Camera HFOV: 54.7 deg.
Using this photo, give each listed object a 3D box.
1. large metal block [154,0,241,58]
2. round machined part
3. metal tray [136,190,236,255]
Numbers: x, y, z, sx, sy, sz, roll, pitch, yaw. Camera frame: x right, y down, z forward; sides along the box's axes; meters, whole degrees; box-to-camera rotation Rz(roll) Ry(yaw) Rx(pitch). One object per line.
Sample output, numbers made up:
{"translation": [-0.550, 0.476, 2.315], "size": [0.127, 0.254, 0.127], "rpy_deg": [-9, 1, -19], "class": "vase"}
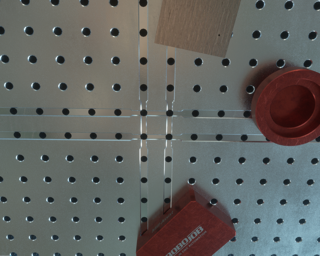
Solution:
{"translation": [0.041, -0.131, 0.352], "size": [0.081, 0.050, 0.079], "rpy_deg": [11, 110, -4], "class": "large metal block"}
{"translation": [0.165, -0.029, 0.395], "size": [0.099, 0.042, 0.097], "rpy_deg": [0, 110, 0], "class": "round machined part"}
{"translation": [0.038, 0.167, 0.473], "size": [0.090, 0.030, 0.130], "rpy_deg": [39, 105, -14], "class": "metal tray"}
